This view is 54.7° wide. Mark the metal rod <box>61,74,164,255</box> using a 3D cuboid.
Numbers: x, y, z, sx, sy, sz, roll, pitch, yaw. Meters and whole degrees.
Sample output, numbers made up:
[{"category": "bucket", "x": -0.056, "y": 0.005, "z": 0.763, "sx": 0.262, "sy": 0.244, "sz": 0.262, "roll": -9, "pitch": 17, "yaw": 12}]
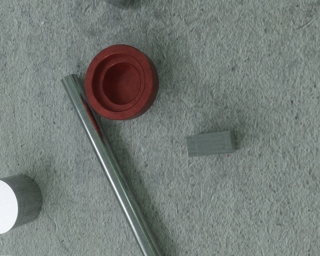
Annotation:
[{"category": "metal rod", "x": -0.066, "y": 0.059, "z": 0.432, "sx": 0.025, "sy": 0.025, "sz": 0.299, "roll": -30, "pitch": 80, "yaw": 17}]

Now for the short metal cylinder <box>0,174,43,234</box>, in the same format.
[{"category": "short metal cylinder", "x": -0.231, "y": 0.115, "z": 0.477, "sx": 0.080, "sy": 0.050, "sz": 0.079, "roll": 0, "pitch": 90, "yaw": 20}]

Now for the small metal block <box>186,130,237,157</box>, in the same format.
[{"category": "small metal block", "x": 0.064, "y": 0.018, "z": 0.373, "sx": 0.050, "sy": 0.050, "sz": 0.025, "roll": -7, "pitch": 88, "yaw": 20}]

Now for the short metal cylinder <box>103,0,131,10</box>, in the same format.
[{"category": "short metal cylinder", "x": -0.068, "y": -0.197, "z": 0.404, "sx": 0.080, "sy": 0.080, "sz": 0.050, "roll": 30, "pitch": 100, "yaw": 17}]

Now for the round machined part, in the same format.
[{"category": "round machined part", "x": -0.047, "y": -0.059, "z": 0.417, "sx": 0.098, "sy": 0.042, "sz": 0.097, "roll": 0, "pitch": 90, "yaw": 20}]
